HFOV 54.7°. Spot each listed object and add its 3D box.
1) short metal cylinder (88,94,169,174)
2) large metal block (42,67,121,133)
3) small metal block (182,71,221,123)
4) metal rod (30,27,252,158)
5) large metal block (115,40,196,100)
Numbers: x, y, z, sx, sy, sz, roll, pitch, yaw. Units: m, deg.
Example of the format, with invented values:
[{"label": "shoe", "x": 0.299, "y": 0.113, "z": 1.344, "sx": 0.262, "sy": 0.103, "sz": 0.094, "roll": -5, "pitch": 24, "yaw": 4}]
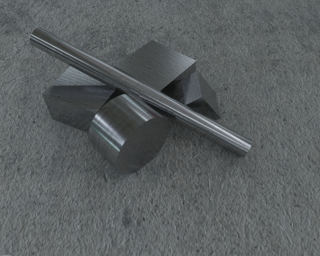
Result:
[{"label": "short metal cylinder", "x": -0.035, "y": 0.007, "z": 0.362, "sx": 0.080, "sy": 0.080, "sz": 0.050, "roll": -37, "pitch": 59, "yaw": -27}, {"label": "large metal block", "x": -0.096, "y": -0.042, "z": 0.423, "sx": 0.080, "sy": 0.050, "sz": 0.080, "roll": 20, "pitch": 53, "yaw": 16}, {"label": "small metal block", "x": 0.056, "y": -0.040, "z": 0.420, "sx": 0.025, "sy": 0.050, "sz": 0.050, "roll": -26, "pitch": 45, "yaw": 26}, {"label": "metal rod", "x": -0.024, "y": -0.045, "z": 0.389, "sx": 0.301, "sy": 0.025, "sz": 0.025, "roll": 28, "pitch": 54, "yaw": 2}, {"label": "large metal block", "x": -0.006, "y": -0.073, "z": 0.447, "sx": 0.080, "sy": 0.050, "sz": 0.080, "roll": 32, "pitch": 57, "yaw": 24}]
